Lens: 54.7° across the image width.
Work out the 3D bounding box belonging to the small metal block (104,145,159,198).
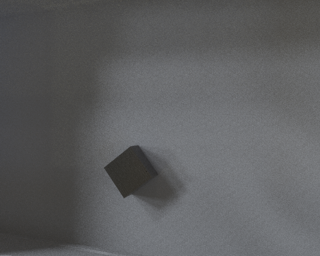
[{"bbox_3d":[-0.039,0.059,0.423,0.050,0.025,0.050,-39,78,15],"label":"small metal block"}]
